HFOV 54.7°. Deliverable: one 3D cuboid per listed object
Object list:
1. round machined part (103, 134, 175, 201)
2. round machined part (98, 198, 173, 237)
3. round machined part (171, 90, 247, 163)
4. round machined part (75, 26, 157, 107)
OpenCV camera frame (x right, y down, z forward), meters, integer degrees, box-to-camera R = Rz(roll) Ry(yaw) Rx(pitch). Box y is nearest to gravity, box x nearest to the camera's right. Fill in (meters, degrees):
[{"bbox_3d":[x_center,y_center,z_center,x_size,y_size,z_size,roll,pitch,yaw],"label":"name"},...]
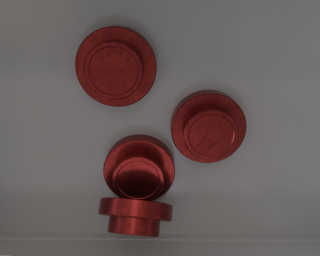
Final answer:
[{"bbox_3d":[-0.029,0.061,0.424,0.099,0.042,0.097,0,110,0],"label":"round machined part"},{"bbox_3d":[-0.033,0.121,0.415,0.099,0.098,0.042,6,72,-3],"label":"round machined part"},{"bbox_3d":[0.064,0.003,0.404,0.099,0.042,0.097,0,110,0],"label":"round machined part"},{"bbox_3d":[-0.053,-0.072,0.375,0.099,0.042,0.097,0,110,0],"label":"round machined part"}]
